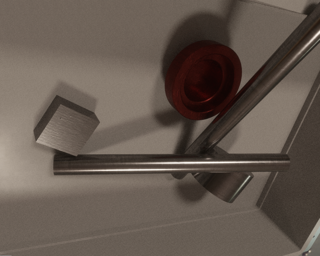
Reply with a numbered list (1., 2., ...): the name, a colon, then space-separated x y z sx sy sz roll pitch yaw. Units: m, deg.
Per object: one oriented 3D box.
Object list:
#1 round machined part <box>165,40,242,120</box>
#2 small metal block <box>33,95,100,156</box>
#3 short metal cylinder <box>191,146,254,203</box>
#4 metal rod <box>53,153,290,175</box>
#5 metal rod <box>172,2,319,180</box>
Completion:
1. round machined part: 0.050 -0.062 0.388 0.099 0.042 0.097 -14 125 -21
2. small metal block: -0.106 -0.002 0.351 0.050 0.025 0.050 28 103 -38
3. short metal cylinder: 0.093 0.067 0.468 0.080 0.080 0.050 27 103 -38
4. metal rod: 0.023 0.046 0.397 0.302 0.025 0.025 1 120 -11
5. metal rod: 0.089 -0.020 0.366 0.025 0.025 0.298 2 143 -30
